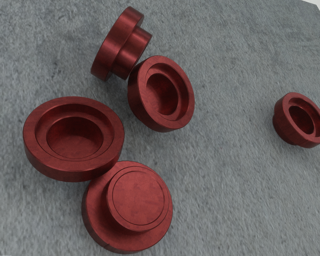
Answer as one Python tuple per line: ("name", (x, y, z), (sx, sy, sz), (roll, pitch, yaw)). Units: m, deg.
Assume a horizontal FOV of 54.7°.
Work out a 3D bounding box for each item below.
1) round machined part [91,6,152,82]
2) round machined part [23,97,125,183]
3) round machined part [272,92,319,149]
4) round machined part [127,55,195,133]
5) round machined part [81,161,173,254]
("round machined part", (-0.045, -0.100, 0.395), (0.042, 0.097, 0.098), (31, 52, -8))
("round machined part", (-0.089, 0.015, 0.326), (0.099, 0.042, 0.098), (9, 48, -10))
("round machined part", (0.233, -0.009, 0.527), (0.099, 0.042, 0.098), (14, 56, -21))
("round machined part", (-0.003, -0.041, 0.405), (0.099, 0.042, 0.098), (15, 67, -39))
("round machined part", (-0.030, 0.080, 0.330), (0.099, 0.042, 0.098), (14, 56, -21))
